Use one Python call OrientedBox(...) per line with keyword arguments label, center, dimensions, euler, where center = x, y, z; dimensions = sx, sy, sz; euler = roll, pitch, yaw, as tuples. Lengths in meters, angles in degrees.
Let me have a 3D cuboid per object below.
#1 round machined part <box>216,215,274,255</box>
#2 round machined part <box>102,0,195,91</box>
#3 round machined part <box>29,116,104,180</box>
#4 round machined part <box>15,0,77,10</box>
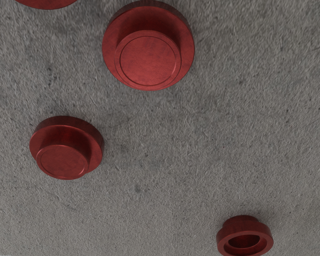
OrientedBox(label="round machined part", center=(0.151, 0.195, 0.564), dimensions=(0.099, 0.042, 0.097), euler=(0, 130, 0))
OrientedBox(label="round machined part", center=(-0.012, -0.079, 0.328), dimensions=(0.099, 0.042, 0.097), euler=(0, 130, 0))
OrientedBox(label="round machined part", center=(-0.128, 0.034, 0.424), dimensions=(0.099, 0.042, 0.097), euler=(0, 130, 0))
OrientedBox(label="round machined part", center=(-0.100, -0.156, 0.262), dimensions=(0.099, 0.042, 0.097), euler=(0, 130, 0))
